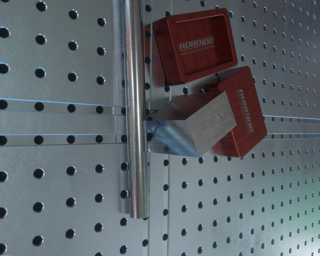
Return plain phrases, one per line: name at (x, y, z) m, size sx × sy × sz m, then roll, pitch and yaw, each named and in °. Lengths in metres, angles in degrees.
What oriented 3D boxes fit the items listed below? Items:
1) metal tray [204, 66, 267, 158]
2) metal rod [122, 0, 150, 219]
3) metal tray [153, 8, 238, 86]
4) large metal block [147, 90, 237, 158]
metal tray at (0.129, -0.027, 0.514) m, size 0.091 × 0.030 × 0.129 m, roll -33°, pitch 110°, yaw -35°
metal rod at (-0.030, -0.039, 0.383) m, size 0.025 × 0.025 × 0.298 m, roll -3°, pitch 92°, yaw -40°
metal tray at (0.057, -0.121, 0.453) m, size 0.131 × 0.030 × 0.089 m, roll -24°, pitch 105°, yaw -37°
large metal block at (0.039, -0.007, 0.406) m, size 0.081 × 0.080 × 0.050 m, roll -35°, pitch 112°, yaw -34°
